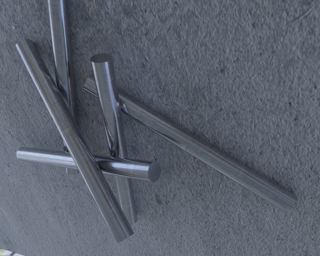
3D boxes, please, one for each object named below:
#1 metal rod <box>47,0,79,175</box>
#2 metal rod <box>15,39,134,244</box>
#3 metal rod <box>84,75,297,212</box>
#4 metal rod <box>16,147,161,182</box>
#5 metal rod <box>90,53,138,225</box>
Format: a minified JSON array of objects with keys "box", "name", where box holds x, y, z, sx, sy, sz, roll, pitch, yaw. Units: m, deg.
[{"box":[-0.135,-0.052,0.445,0.025,0.025,0.298,18,126,17],"name":"metal rod"},{"box":[-0.117,0.010,0.411,0.025,0.025,0.299,-38,77,39],"name":"metal rod"},{"box":[0.032,0.015,0.399,0.301,0.025,0.025,31,128,7],"name":"metal rod"},{"box":[-0.125,0.049,0.461,0.300,0.025,0.025,1,120,38],"name":"metal rod"},{"box":[-0.058,0.039,0.439,0.025,0.025,0.298,13,131,21],"name":"metal rod"}]
